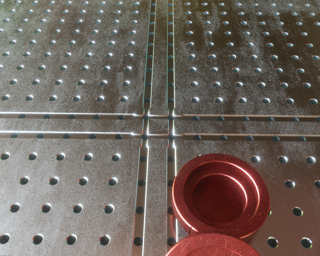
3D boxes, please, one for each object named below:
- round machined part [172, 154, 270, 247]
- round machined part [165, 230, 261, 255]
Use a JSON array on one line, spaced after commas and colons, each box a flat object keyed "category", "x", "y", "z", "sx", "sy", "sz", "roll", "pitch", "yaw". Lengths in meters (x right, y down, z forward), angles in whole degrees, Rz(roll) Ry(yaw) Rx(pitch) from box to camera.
[{"category": "round machined part", "x": 0.062, "y": 0.079, "z": 0.331, "sx": 0.099, "sy": 0.042, "sz": 0.098, "roll": 0, "pitch": 50, "yaw": 0}, {"category": "round machined part", "x": 0.045, "y": 0.138, "z": 0.265, "sx": 0.098, "sy": 0.042, "sz": 0.098, "roll": -1, "pitch": 76, "yaw": 5}]
